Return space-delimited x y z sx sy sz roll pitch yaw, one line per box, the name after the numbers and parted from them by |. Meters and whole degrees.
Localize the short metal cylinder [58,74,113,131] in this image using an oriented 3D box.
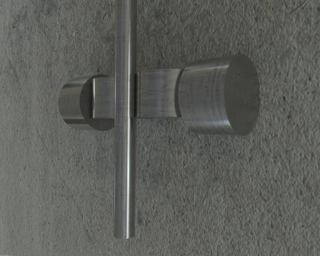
-0.099 -0.036 0.452 0.050 0.081 0.080 1 91 40 | short metal cylinder

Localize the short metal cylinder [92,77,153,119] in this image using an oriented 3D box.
-0.049 -0.037 0.411 0.080 0.081 0.050 1 91 40 | short metal cylinder

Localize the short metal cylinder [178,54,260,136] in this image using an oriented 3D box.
0.063 -0.033 0.319 0.050 0.081 0.080 1 91 40 | short metal cylinder

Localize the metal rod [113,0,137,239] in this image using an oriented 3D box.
-0.040 -0.024 0.359 0.025 0.025 0.298 1 91 40 | metal rod

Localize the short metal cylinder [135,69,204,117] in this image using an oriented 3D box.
0.012 -0.037 0.360 0.080 0.081 0.050 1 91 40 | short metal cylinder
